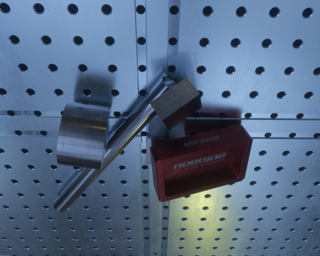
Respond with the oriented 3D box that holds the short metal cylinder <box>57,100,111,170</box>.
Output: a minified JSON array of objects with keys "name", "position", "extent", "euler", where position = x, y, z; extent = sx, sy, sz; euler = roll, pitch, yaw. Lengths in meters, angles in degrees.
[{"name":"short metal cylinder","position":[-0.091,0.009,0.382],"extent":[0.050,0.080,0.079],"euler":[9,130,-7]}]

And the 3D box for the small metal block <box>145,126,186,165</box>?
[{"name":"small metal block","position":[0.007,0.026,0.434],"extent":[0.050,0.025,0.050],"euler":[4,130,-4]}]

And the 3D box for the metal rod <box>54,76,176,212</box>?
[{"name":"metal rod","position":[-0.077,0.039,0.443],"extent":[0.025,0.025,0.299],"euler":[30,124,-23]}]

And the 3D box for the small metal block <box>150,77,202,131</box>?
[{"name":"small metal block","position":[0.020,-0.027,0.362],"extent":[0.050,0.025,0.050],"euler":[-35,163,0]}]

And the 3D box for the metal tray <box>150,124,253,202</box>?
[{"name":"metal tray","position":[0.056,0.049,0.425],"extent":[0.131,0.030,0.089],"euler":[-13,133,-10]}]
